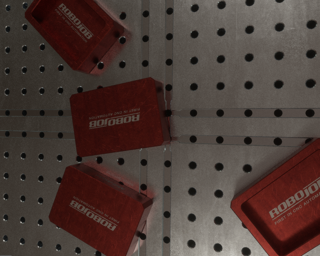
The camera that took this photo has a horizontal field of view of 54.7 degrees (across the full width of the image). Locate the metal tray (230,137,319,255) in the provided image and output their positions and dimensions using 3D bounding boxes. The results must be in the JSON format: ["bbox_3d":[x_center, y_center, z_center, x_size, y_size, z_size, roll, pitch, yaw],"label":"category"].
[{"bbox_3d":[0.159,0.083,0.353,0.130,0.030,0.090,-41,78,15],"label":"metal tray"}]

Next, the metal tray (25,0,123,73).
[{"bbox_3d":[-0.128,-0.155,0.453,0.130,0.030,0.090,47,104,13],"label":"metal tray"}]

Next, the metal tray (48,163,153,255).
[{"bbox_3d":[-0.086,0.117,0.439,0.130,0.030,0.089,23,98,18],"label":"metal tray"}]

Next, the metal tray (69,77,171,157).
[{"bbox_3d":[-0.057,-0.012,0.429,0.130,0.030,0.089,-9,87,19],"label":"metal tray"}]
